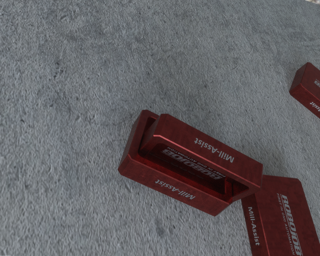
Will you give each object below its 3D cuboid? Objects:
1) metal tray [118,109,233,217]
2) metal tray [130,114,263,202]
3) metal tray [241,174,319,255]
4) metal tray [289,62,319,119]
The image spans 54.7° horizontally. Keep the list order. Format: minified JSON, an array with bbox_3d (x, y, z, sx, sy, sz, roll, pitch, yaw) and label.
[{"bbox_3d":[0.023,0.040,0.373,0.131,0.030,0.090,26,38,-11],"label":"metal tray"},{"bbox_3d":[0.038,0.043,0.355,0.131,0.090,0.030,27,54,-11],"label":"metal tray"},{"bbox_3d":[0.159,0.129,0.407,0.091,0.030,0.130,10,58,-23],"label":"metal tray"},{"bbox_3d":[0.323,-0.061,0.611,0.130,0.030,0.090,38,51,-3],"label":"metal tray"}]
